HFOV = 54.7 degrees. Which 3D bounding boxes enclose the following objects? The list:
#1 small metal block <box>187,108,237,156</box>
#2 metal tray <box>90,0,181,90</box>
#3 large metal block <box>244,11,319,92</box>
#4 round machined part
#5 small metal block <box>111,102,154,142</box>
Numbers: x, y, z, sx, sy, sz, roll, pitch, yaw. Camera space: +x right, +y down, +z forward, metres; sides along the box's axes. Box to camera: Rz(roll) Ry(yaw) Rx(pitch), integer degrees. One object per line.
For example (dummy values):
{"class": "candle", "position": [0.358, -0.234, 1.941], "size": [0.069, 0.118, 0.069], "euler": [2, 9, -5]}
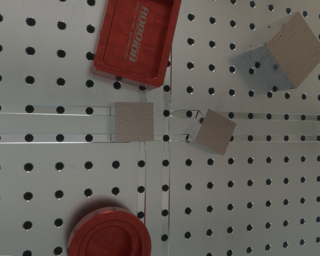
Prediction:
{"class": "small metal block", "position": [0.074, 0.006, 0.441], "size": [0.050, 0.025, 0.050], "euler": [26, 81, -19]}
{"class": "metal tray", "position": [-0.030, -0.124, 0.399], "size": [0.091, 0.030, 0.129], "euler": [14, 85, -20]}
{"class": "large metal block", "position": [0.191, -0.114, 0.472], "size": [0.080, 0.050, 0.080], "euler": [-45, 105, -15]}
{"class": "round machined part", "position": [-0.064, 0.145, 0.381], "size": [0.099, 0.042, 0.097], "euler": [0, 90, -21]}
{"class": "small metal block", "position": [-0.036, -0.008, 0.400], "size": [0.050, 0.025, 0.050], "euler": [-1, 91, -21]}
